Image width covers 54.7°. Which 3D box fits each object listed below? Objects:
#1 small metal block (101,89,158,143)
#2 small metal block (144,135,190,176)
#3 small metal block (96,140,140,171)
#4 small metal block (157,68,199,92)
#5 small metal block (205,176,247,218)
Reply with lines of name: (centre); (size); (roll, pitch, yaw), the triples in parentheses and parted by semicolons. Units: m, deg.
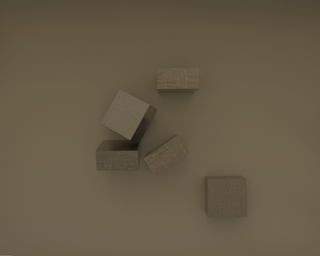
small metal block: (-0.040, -0.015, 0.402); (0.050, 0.025, 0.050); (28, 90, 25)
small metal block: (0.008, 0.033, 0.399); (0.050, 0.050, 0.025); (-34, 90, 0)
small metal block: (-0.052, 0.034, 0.396); (0.050, 0.050, 0.025); (-1, 102, 0)
small metal block: (0.022, -0.060, 0.399); (0.050, 0.050, 0.025); (-1, 90, 0)
small metal block: (0.087, 0.091, 0.412); (0.050, 0.025, 0.050); (-1, 90, 0)
